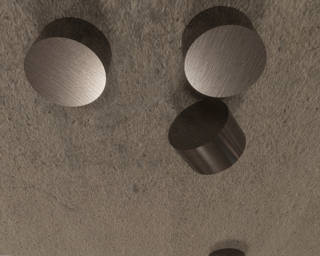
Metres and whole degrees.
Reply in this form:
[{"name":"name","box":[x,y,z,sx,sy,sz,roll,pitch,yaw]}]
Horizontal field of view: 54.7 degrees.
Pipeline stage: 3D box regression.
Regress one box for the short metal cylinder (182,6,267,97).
[{"name":"short metal cylinder","box":[0.064,-0.079,0.324,0.081,0.050,0.079,0,130,0]}]

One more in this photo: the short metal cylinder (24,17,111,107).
[{"name":"short metal cylinder","box":[-0.095,-0.070,0.330,0.081,0.050,0.079,0,130,0]}]

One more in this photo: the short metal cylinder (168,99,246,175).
[{"name":"short metal cylinder","box":[0.057,0.010,0.381,0.080,0.080,0.050,-26,126,20]}]

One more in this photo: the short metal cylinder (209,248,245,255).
[{"name":"short metal cylinder","box":[0.142,0.294,0.644,0.081,0.050,0.079,0,130,0]}]
